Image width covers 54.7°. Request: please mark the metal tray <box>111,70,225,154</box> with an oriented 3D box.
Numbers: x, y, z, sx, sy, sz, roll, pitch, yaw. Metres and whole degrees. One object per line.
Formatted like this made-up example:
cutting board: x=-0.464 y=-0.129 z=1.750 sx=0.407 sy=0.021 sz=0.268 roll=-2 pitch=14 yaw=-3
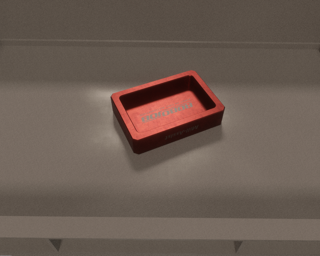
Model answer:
metal tray: x=0.009 y=-0.026 z=0.423 sx=0.131 sy=0.030 sz=0.090 roll=-19 pitch=53 yaw=-16
